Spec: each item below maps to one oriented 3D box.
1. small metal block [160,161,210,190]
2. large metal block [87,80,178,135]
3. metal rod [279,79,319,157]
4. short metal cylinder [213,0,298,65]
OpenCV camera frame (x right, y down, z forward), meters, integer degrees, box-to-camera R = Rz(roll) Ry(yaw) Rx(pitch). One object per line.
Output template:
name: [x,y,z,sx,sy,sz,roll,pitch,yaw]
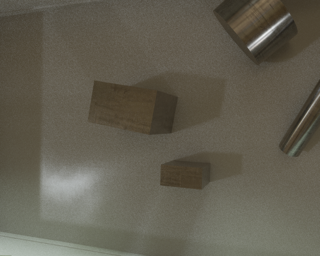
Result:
small metal block: [0.033,0.057,0.385,0.050,0.050,0.025,2,91,19]
large metal block: [-0.031,-0.024,0.391,0.080,0.080,0.050,11,94,19]
metal rod: [0.186,-0.091,0.273,0.025,0.025,0.298,30,128,17]
short metal cylinder: [0.105,-0.117,0.344,0.050,0.080,0.080,-40,78,15]
